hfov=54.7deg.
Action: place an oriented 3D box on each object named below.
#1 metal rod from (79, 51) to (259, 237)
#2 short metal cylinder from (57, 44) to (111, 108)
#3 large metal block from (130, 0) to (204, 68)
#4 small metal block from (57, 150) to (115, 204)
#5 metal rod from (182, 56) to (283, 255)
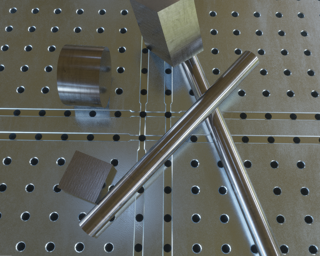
[{"bbox_3d":[0.017,0.014,0.388,0.025,0.025,0.300,42,82,13],"label":"metal rod"},{"bbox_3d":[-0.096,-0.068,0.406,0.050,0.080,0.080,4,70,1],"label":"short metal cylinder"},{"bbox_3d":[0.009,-0.141,0.419,0.050,0.080,0.080,-32,45,-11],"label":"large metal block"},{"bbox_3d":[-0.091,0.062,0.388,0.050,0.025,0.050,21,71,7],"label":"small metal block"},{"bbox_3d":[0.084,0.021,0.404,0.025,0.025,0.299,-17,71,-7],"label":"metal rod"}]
